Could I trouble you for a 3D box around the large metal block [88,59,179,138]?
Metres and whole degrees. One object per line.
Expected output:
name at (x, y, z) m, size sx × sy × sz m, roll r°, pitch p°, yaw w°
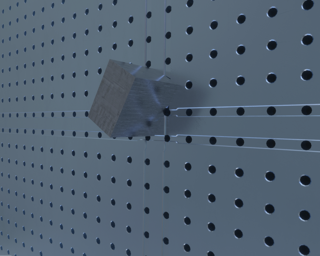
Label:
large metal block at (-0.034, -0.036, 0.400) m, size 0.050 × 0.081 × 0.079 m, roll 39°, pitch 114°, yaw 33°
